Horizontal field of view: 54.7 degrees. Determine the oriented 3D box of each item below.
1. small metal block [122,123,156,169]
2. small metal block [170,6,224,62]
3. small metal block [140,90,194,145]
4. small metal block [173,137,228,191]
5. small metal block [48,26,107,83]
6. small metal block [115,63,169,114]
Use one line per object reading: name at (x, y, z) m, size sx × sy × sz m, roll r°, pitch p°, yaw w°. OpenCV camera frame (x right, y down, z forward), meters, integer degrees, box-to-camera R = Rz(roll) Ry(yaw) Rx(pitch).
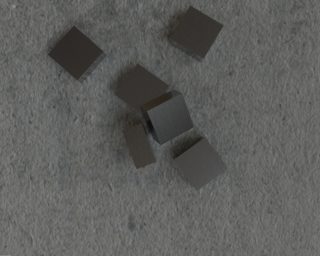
small metal block at (-0.025, 0.022, 0.397) m, size 0.025 × 0.050 × 0.050 m, roll -20°, pitch 90°, yaw 0°
small metal block at (0.048, -0.124, 0.411) m, size 0.050 × 0.025 × 0.050 m, roll 31°, pitch 90°, yaw -1°
small metal block at (0.009, -0.014, 0.395) m, size 0.050 × 0.025 × 0.050 m, roll -28°, pitch 116°, yaw -14°
small metal block at (0.053, 0.047, 0.411) m, size 0.050 × 0.025 × 0.050 m, roll -36°, pitch 90°, yaw 0°
small metal block at (-0.108, -0.096, 0.409) m, size 0.050 × 0.025 × 0.050 m, roll 42°, pitch 90°, yaw -1°
small metal block at (-0.023, -0.049, 0.410) m, size 0.050 × 0.025 × 0.050 m, roll 36°, pitch 90°, yaw -1°
